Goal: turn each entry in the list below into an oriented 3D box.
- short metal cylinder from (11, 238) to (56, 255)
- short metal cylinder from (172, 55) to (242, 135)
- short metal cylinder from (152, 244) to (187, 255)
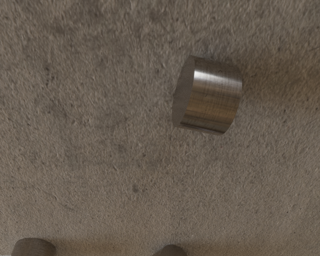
[{"bbox_3d":[-0.252,0.260,0.608,0.081,0.050,0.079,0,130,0],"label":"short metal cylinder"},{"bbox_3d":[0.049,-0.035,0.342,0.050,0.080,0.079,11,129,-10],"label":"short metal cylinder"},{"bbox_3d":[0.017,0.279,0.609,0.080,0.080,0.050,30,124,-23],"label":"short metal cylinder"}]
